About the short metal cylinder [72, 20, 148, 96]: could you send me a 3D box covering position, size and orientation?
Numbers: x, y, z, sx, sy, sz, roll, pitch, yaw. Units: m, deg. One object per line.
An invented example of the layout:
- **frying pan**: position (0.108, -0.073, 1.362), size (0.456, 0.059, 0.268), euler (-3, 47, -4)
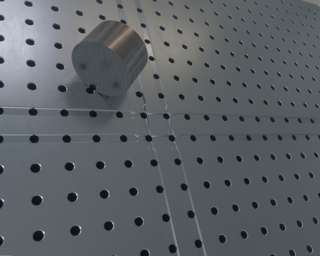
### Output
- **short metal cylinder**: position (-0.062, -0.087, 0.392), size (0.080, 0.080, 0.050), euler (34, 51, -6)
